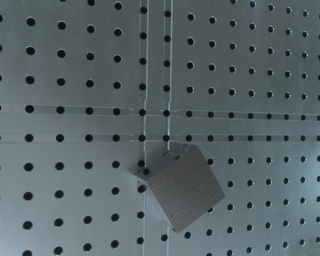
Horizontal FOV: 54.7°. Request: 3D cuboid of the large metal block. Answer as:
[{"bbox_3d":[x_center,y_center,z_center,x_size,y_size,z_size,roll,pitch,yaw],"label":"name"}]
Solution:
[{"bbox_3d":[0.026,0.076,0.410,0.080,0.050,0.080,-33,101,-17],"label":"large metal block"}]
